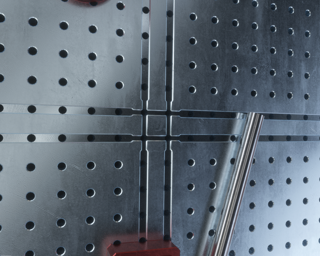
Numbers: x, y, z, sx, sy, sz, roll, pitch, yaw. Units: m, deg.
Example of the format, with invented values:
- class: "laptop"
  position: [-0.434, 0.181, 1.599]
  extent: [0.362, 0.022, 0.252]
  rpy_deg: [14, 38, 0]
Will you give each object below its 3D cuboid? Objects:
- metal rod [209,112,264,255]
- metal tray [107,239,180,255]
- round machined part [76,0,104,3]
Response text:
- class: "metal rod"
  position: [0.101, 0.123, 0.449]
  extent: [0.025, 0.025, 0.299]
  rpy_deg: [19, 84, -19]
- class: "metal tray"
  position: [-0.024, 0.217, 0.401]
  extent: [0.091, 0.030, 0.129]
  rpy_deg: [3, 89, -20]
- class: "round machined part"
  position: [-0.087, -0.207, 0.371]
  extent: [0.099, 0.042, 0.097]
  rpy_deg: [0, 90, -20]
